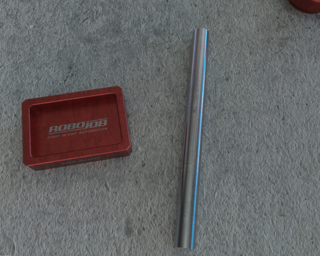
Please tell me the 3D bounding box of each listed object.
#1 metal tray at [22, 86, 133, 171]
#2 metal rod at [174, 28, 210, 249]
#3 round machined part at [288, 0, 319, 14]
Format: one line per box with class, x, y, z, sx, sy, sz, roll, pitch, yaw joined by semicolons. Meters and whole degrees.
metal tray;-0.107;0.000;0.404;0.131;0.030;0.090;-9;70;-4
metal rod;0.045;-0.001;0.409;0.025;0.025;0.299;6;70;2
round machined part;0.240;-0.219;0.482;0.099;0.042;0.098;0;70;-1
